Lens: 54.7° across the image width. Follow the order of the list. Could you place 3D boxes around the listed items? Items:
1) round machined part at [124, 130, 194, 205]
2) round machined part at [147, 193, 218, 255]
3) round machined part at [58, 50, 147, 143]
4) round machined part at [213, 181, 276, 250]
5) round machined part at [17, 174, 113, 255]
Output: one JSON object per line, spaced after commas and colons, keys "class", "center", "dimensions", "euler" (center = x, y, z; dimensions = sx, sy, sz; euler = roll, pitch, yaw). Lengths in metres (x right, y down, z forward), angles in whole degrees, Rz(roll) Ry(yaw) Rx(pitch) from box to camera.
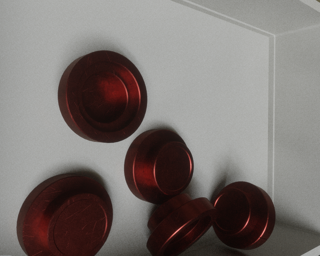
{"class": "round machined part", "center": [0.006, 0.051, 0.403], "dimensions": [0.099, 0.042, 0.097], "euler": [0, 90, -40]}
{"class": "round machined part", "center": [0.023, 0.122, 0.397], "dimensions": [0.099, 0.042, 0.097], "euler": [-28, 145, -22]}
{"class": "round machined part", "center": [-0.065, -0.033, 0.342], "dimensions": [0.099, 0.042, 0.097], "euler": [0, 90, -40]}
{"class": "round machined part", "center": [0.115, 0.127, 0.458], "dimensions": [0.042, 0.098, 0.098], "euler": [27, 73, -37]}
{"class": "round machined part", "center": [-0.090, 0.099, 0.321], "dimensions": [0.099, 0.042, 0.097], "euler": [0, 90, -40]}
